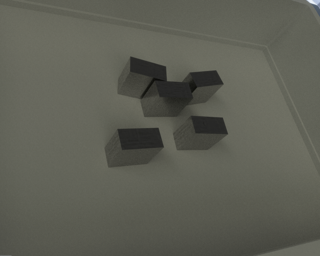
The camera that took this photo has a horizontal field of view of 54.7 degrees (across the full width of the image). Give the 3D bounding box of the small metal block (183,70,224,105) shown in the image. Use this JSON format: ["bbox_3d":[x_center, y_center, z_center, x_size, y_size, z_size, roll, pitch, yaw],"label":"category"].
[{"bbox_3d":[0.056,-0.058,0.455,0.050,0.050,0.025,-11,68,-33],"label":"small metal block"}]

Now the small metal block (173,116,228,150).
[{"bbox_3d":[0.053,0.008,0.413,0.050,0.050,0.025,2,61,-27],"label":"small metal block"}]

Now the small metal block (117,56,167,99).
[{"bbox_3d":[-0.025,-0.064,0.415,0.050,0.050,0.025,11,57,-22],"label":"small metal block"}]

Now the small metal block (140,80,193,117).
[{"bbox_3d":[0.008,-0.038,0.417,0.050,0.050,0.025,-1,63,-29],"label":"small metal block"}]

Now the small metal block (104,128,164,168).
[{"bbox_3d":[-0.031,0.023,0.359,0.050,0.050,0.025,-2,63,-29],"label":"small metal block"}]
